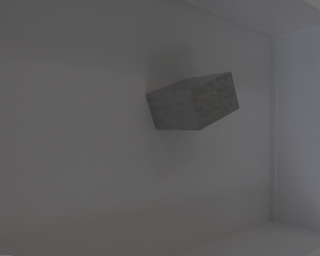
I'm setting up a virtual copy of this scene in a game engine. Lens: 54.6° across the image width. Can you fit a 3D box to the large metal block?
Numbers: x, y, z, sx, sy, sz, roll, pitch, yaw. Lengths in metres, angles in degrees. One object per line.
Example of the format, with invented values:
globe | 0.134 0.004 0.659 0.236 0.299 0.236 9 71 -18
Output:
large metal block | 0.042 -0.035 0.405 0.081 0.080 0.050 -26 107 -37
